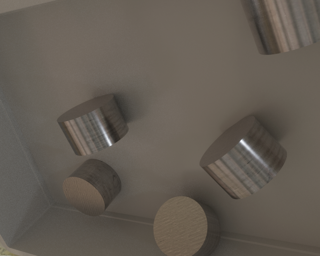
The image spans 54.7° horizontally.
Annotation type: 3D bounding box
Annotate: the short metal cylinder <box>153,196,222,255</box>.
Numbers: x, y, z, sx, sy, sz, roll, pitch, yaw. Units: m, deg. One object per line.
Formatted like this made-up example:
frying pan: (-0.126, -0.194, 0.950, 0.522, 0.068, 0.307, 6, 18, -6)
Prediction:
short metal cylinder: (0.038, 0.140, 0.431, 0.080, 0.080, 0.050, -6, 156, 31)

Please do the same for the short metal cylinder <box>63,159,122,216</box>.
short metal cylinder: (-0.112, 0.098, 0.512, 0.080, 0.050, 0.079, 13, 124, 21)

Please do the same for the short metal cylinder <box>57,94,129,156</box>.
short metal cylinder: (-0.089, -0.006, 0.417, 0.080, 0.080, 0.050, -10, 114, 32)

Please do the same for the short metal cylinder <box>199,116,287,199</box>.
short metal cylinder: (0.091, 0.032, 0.345, 0.050, 0.080, 0.080, 46, 129, -4)

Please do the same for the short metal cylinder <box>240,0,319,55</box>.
short metal cylinder: (0.112, -0.100, 0.252, 0.080, 0.080, 0.050, -14, 111, 34)
